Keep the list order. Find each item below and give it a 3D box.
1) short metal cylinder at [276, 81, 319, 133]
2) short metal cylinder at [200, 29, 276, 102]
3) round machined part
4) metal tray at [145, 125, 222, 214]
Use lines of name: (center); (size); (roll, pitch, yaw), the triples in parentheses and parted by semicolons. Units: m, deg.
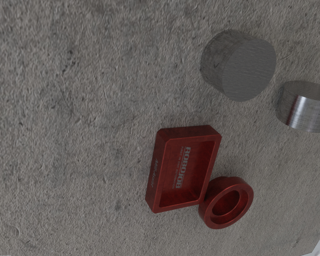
short metal cylinder: (0.225, -0.035, 0.473); (0.081, 0.080, 0.050); (-8, 122, -24)
short metal cylinder: (0.099, -0.080, 0.395); (0.081, 0.050, 0.079); (-14, 124, -21)
round machined part: (0.107, 0.122, 0.530); (0.099, 0.042, 0.097); (-14, 124, -21)
metal tray: (0.033, 0.061, 0.459); (0.091, 0.030, 0.129); (-4, 121, -26)
